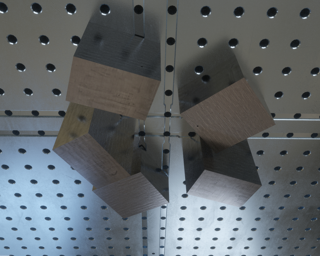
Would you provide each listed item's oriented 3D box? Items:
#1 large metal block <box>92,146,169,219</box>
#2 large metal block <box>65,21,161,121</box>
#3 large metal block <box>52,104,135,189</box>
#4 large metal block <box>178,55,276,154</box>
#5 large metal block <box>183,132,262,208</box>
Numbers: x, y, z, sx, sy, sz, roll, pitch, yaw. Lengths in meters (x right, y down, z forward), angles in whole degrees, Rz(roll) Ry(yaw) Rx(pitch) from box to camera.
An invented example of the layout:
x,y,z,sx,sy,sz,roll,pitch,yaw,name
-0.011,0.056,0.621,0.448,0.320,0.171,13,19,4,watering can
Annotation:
x,y,z,sx,sy,sz,roll,pitch,yaw,name
-0.041,0.084,0.466,0.080,0.050,0.080,-24,127,18,large metal block
-0.045,-0.061,0.323,0.081,0.080,0.050,14,129,-12,large metal block
-0.077,0.015,0.387,0.050,0.080,0.080,-24,126,19,large metal block
0.079,-0.026,0.374,0.080,0.050,0.080,-30,124,22,large metal block
0.080,0.052,0.421,0.081,0.080,0.050,17,128,-15,large metal block
